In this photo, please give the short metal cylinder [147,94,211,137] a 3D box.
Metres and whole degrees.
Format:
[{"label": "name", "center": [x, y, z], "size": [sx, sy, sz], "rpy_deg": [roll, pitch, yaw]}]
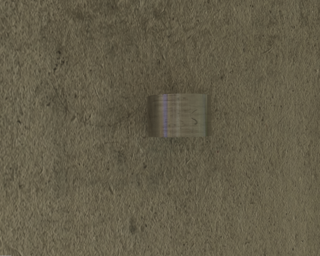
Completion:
[{"label": "short metal cylinder", "center": [0.024, -0.015, 0.391], "size": [0.081, 0.080, 0.050], "rpy_deg": [-1, 91, -20]}]
